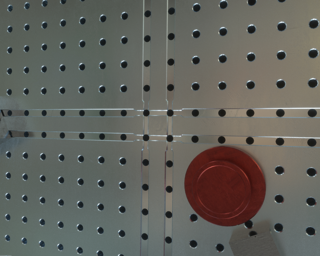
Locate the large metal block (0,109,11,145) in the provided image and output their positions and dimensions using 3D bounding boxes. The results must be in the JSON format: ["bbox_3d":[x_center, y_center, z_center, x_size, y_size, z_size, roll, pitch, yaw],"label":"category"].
[{"bbox_3d":[-0.306,-0.002,0.507,0.080,0.050,0.080,-27,81,18],"label":"large metal block"}]

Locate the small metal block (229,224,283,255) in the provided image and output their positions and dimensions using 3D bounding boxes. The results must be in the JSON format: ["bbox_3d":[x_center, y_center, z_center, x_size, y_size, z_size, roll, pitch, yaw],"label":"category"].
[{"bbox_3d":[0.117,0.150,0.371,0.050,0.025,0.050,-24,82,18],"label":"small metal block"}]

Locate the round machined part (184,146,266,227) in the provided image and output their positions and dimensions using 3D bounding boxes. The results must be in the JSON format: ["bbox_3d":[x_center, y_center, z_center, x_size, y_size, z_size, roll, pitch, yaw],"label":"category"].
[{"bbox_3d":[0.077,0.071,0.376,0.098,0.042,0.097,0,90,20],"label":"round machined part"}]
